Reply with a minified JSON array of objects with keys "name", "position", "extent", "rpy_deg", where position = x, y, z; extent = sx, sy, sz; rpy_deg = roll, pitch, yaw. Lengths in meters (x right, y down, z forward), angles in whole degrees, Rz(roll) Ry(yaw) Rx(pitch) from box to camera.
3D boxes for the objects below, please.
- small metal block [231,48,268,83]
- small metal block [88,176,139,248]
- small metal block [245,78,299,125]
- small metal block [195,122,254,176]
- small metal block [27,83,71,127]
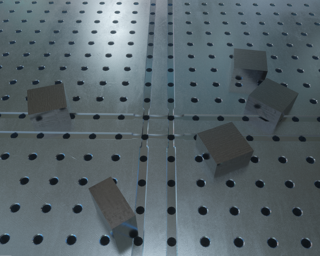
[{"name":"small metal block","position":[0.141,-0.099,0.492],"extent":[0.050,0.025,0.050],"rpy_deg":[7,50,6]},{"name":"small metal block","position":[-0.047,0.087,0.319],"extent":[0.025,0.050,0.050],"rpy_deg":[-27,55,-20]},{"name":"small metal block","position":[0.159,-0.039,0.441],"extent":[0.050,0.025,0.050],"rpy_deg":[34,58,25]},{"name":"small metal block","position":[0.079,0.025,0.387],"extent":[0.050,0.025,0.050],"rpy_deg":[-18,52,-15]},{"name":"small metal block","position":[-0.156,-0.033,0.435],"extent":[0.050,0.025,0.050],"rpy_deg":[-13,51,-11]}]
